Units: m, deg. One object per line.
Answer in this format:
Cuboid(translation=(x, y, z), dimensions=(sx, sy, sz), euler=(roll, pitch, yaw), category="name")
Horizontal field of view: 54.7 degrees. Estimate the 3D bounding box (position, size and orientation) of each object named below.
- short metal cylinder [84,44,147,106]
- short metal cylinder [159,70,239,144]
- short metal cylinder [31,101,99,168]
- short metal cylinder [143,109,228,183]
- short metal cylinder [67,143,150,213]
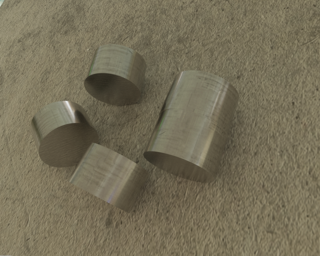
Cuboid(translation=(-0.063, -0.074, 0.448), dimensions=(0.080, 0.080, 0.050), euler=(-5, 60, 26), category="short metal cylinder")
Cuboid(translation=(0.045, -0.022, 0.359), dimensions=(0.080, 0.080, 0.050), euler=(9, 67, 32), category="short metal cylinder")
Cuboid(translation=(-0.133, 0.009, 0.433), dimensions=(0.080, 0.080, 0.050), euler=(-39, 51, 2), category="short metal cylinder")
Cuboid(translation=(0.028, 0.021, 0.341), dimensions=(0.080, 0.080, 0.050), euler=(9, 67, 32), category="short metal cylinder")
Cuboid(translation=(-0.059, 0.059, 0.364), dimensions=(0.080, 0.080, 0.050), euler=(17, 71, 34), category="short metal cylinder")
